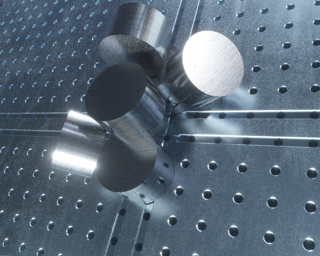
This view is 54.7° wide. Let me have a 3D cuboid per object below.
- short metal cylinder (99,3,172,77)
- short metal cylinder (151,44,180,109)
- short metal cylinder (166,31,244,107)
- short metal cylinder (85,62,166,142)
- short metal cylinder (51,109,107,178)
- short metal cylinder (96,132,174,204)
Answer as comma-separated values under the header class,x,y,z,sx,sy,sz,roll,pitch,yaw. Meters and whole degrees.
class,x,y,z,sx,sy,sz,roll,pitch,yaw
short metal cylinder,-0.029,-0.107,0.388,0.080,0.080,0.050,0,62,28
short metal cylinder,-0.001,-0.073,0.437,0.080,0.050,0.080,-13,57,21
short metal cylinder,0.054,-0.070,0.379,0.080,0.080,0.050,-66,15,-19
short metal cylinder,-0.040,-0.031,0.367,0.080,0.050,0.080,-13,56,21
short metal cylinder,-0.104,0.021,0.408,0.050,0.080,0.080,18,64,-12
short metal cylinder,-0.029,0.047,0.378,0.080,0.050,0.080,-13,57,21
